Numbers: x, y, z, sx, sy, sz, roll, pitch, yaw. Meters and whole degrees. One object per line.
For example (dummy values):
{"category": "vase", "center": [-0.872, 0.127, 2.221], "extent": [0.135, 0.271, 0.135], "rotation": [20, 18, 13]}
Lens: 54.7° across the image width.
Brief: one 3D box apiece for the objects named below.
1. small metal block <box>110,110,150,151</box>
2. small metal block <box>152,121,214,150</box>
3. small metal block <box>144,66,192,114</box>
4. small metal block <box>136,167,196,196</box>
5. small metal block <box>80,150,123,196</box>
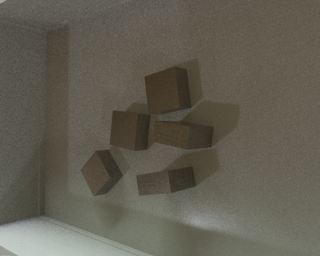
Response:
{"category": "small metal block", "center": [-0.043, 0.003, 0.440], "extent": [0.050, 0.025, 0.050], "rotation": [10, 96, 39]}
{"category": "small metal block", "center": [0.027, 0.007, 0.366], "extent": [0.050, 0.050, 0.025], "rotation": [11, 97, 39]}
{"category": "small metal block", "center": [0.010, -0.046, 0.397], "extent": [0.050, 0.025, 0.050], "rotation": [-11, 83, 39]}
{"category": "small metal block", "center": [0.008, 0.065, 0.382], "extent": [0.050, 0.050, 0.025], "rotation": [-14, 81, 39]}
{"category": "small metal block", "center": [-0.091, 0.069, 0.479], "extent": [0.050, 0.025, 0.050], "rotation": [-49, 62, 28]}
